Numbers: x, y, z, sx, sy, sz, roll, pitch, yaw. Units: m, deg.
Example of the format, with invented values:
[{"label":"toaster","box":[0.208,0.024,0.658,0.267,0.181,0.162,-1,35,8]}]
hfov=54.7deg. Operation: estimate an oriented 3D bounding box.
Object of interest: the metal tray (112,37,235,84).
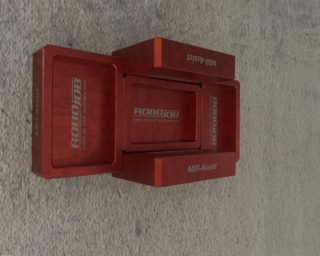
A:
[{"label":"metal tray","box":[0.018,-0.076,0.381,0.131,0.090,0.030,0,90,-40]}]

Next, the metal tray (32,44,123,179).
[{"label":"metal tray","box":[-0.086,-0.015,0.332,0.091,0.030,0.129,1,90,-40]}]

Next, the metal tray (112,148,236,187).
[{"label":"metal tray","box":[0.019,0.044,0.380,0.131,0.090,0.030,0,90,-40]}]

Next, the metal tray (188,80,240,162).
[{"label":"metal tray","box":[0.084,-0.011,0.476,0.091,0.030,0.129,1,90,-40]}]

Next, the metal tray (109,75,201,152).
[{"label":"metal tray","box":[-0.002,-0.016,0.404,0.131,0.030,0.089,1,90,-40]}]
